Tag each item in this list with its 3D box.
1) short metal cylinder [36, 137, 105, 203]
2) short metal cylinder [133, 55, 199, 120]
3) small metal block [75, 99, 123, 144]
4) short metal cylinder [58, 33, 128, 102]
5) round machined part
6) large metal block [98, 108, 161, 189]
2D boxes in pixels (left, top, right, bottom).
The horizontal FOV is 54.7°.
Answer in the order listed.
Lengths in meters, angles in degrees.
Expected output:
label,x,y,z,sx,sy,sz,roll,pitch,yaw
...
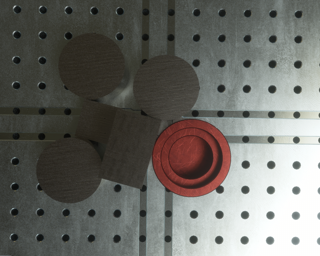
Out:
label,x,y,z,sx,sy,sz,roll,pitch,yaw
short metal cylinder,-0.109,0.051,0.400,0.081,0.050,0.080,0,90,0
short metal cylinder,0.008,-0.049,0.400,0.081,0.050,0.080,0,90,0
small metal block,-0.079,-0.008,0.412,0.050,0.025,0.050,15,90,0
short metal cylinder,-0.083,-0.075,0.400,0.081,0.050,0.080,0,90,0
round machined part,0.039,0.037,0.405,0.099,0.042,0.097,0,90,0
large metal block,-0.034,0.023,0.382,0.050,0.080,0.080,16,90,0
